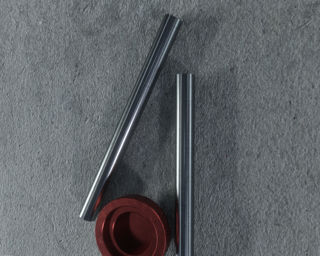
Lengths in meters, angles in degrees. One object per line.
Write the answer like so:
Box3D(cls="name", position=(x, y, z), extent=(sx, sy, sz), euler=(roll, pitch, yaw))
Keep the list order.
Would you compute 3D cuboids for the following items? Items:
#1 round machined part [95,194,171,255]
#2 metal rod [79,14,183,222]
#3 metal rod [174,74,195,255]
Box3D(cls="round machined part", position=(-0.032, 0.136, 0.410), extent=(0.098, 0.042, 0.097), euler=(0, 90, 19))
Box3D(cls="metal rod", position=(-0.043, -0.008, 0.423), extent=(0.025, 0.025, 0.298), euler=(27, 99, 17))
Box3D(cls="metal rod", position=(0.031, 0.081, 0.397), extent=(0.025, 0.025, 0.298), euler=(0, 90, 19))
